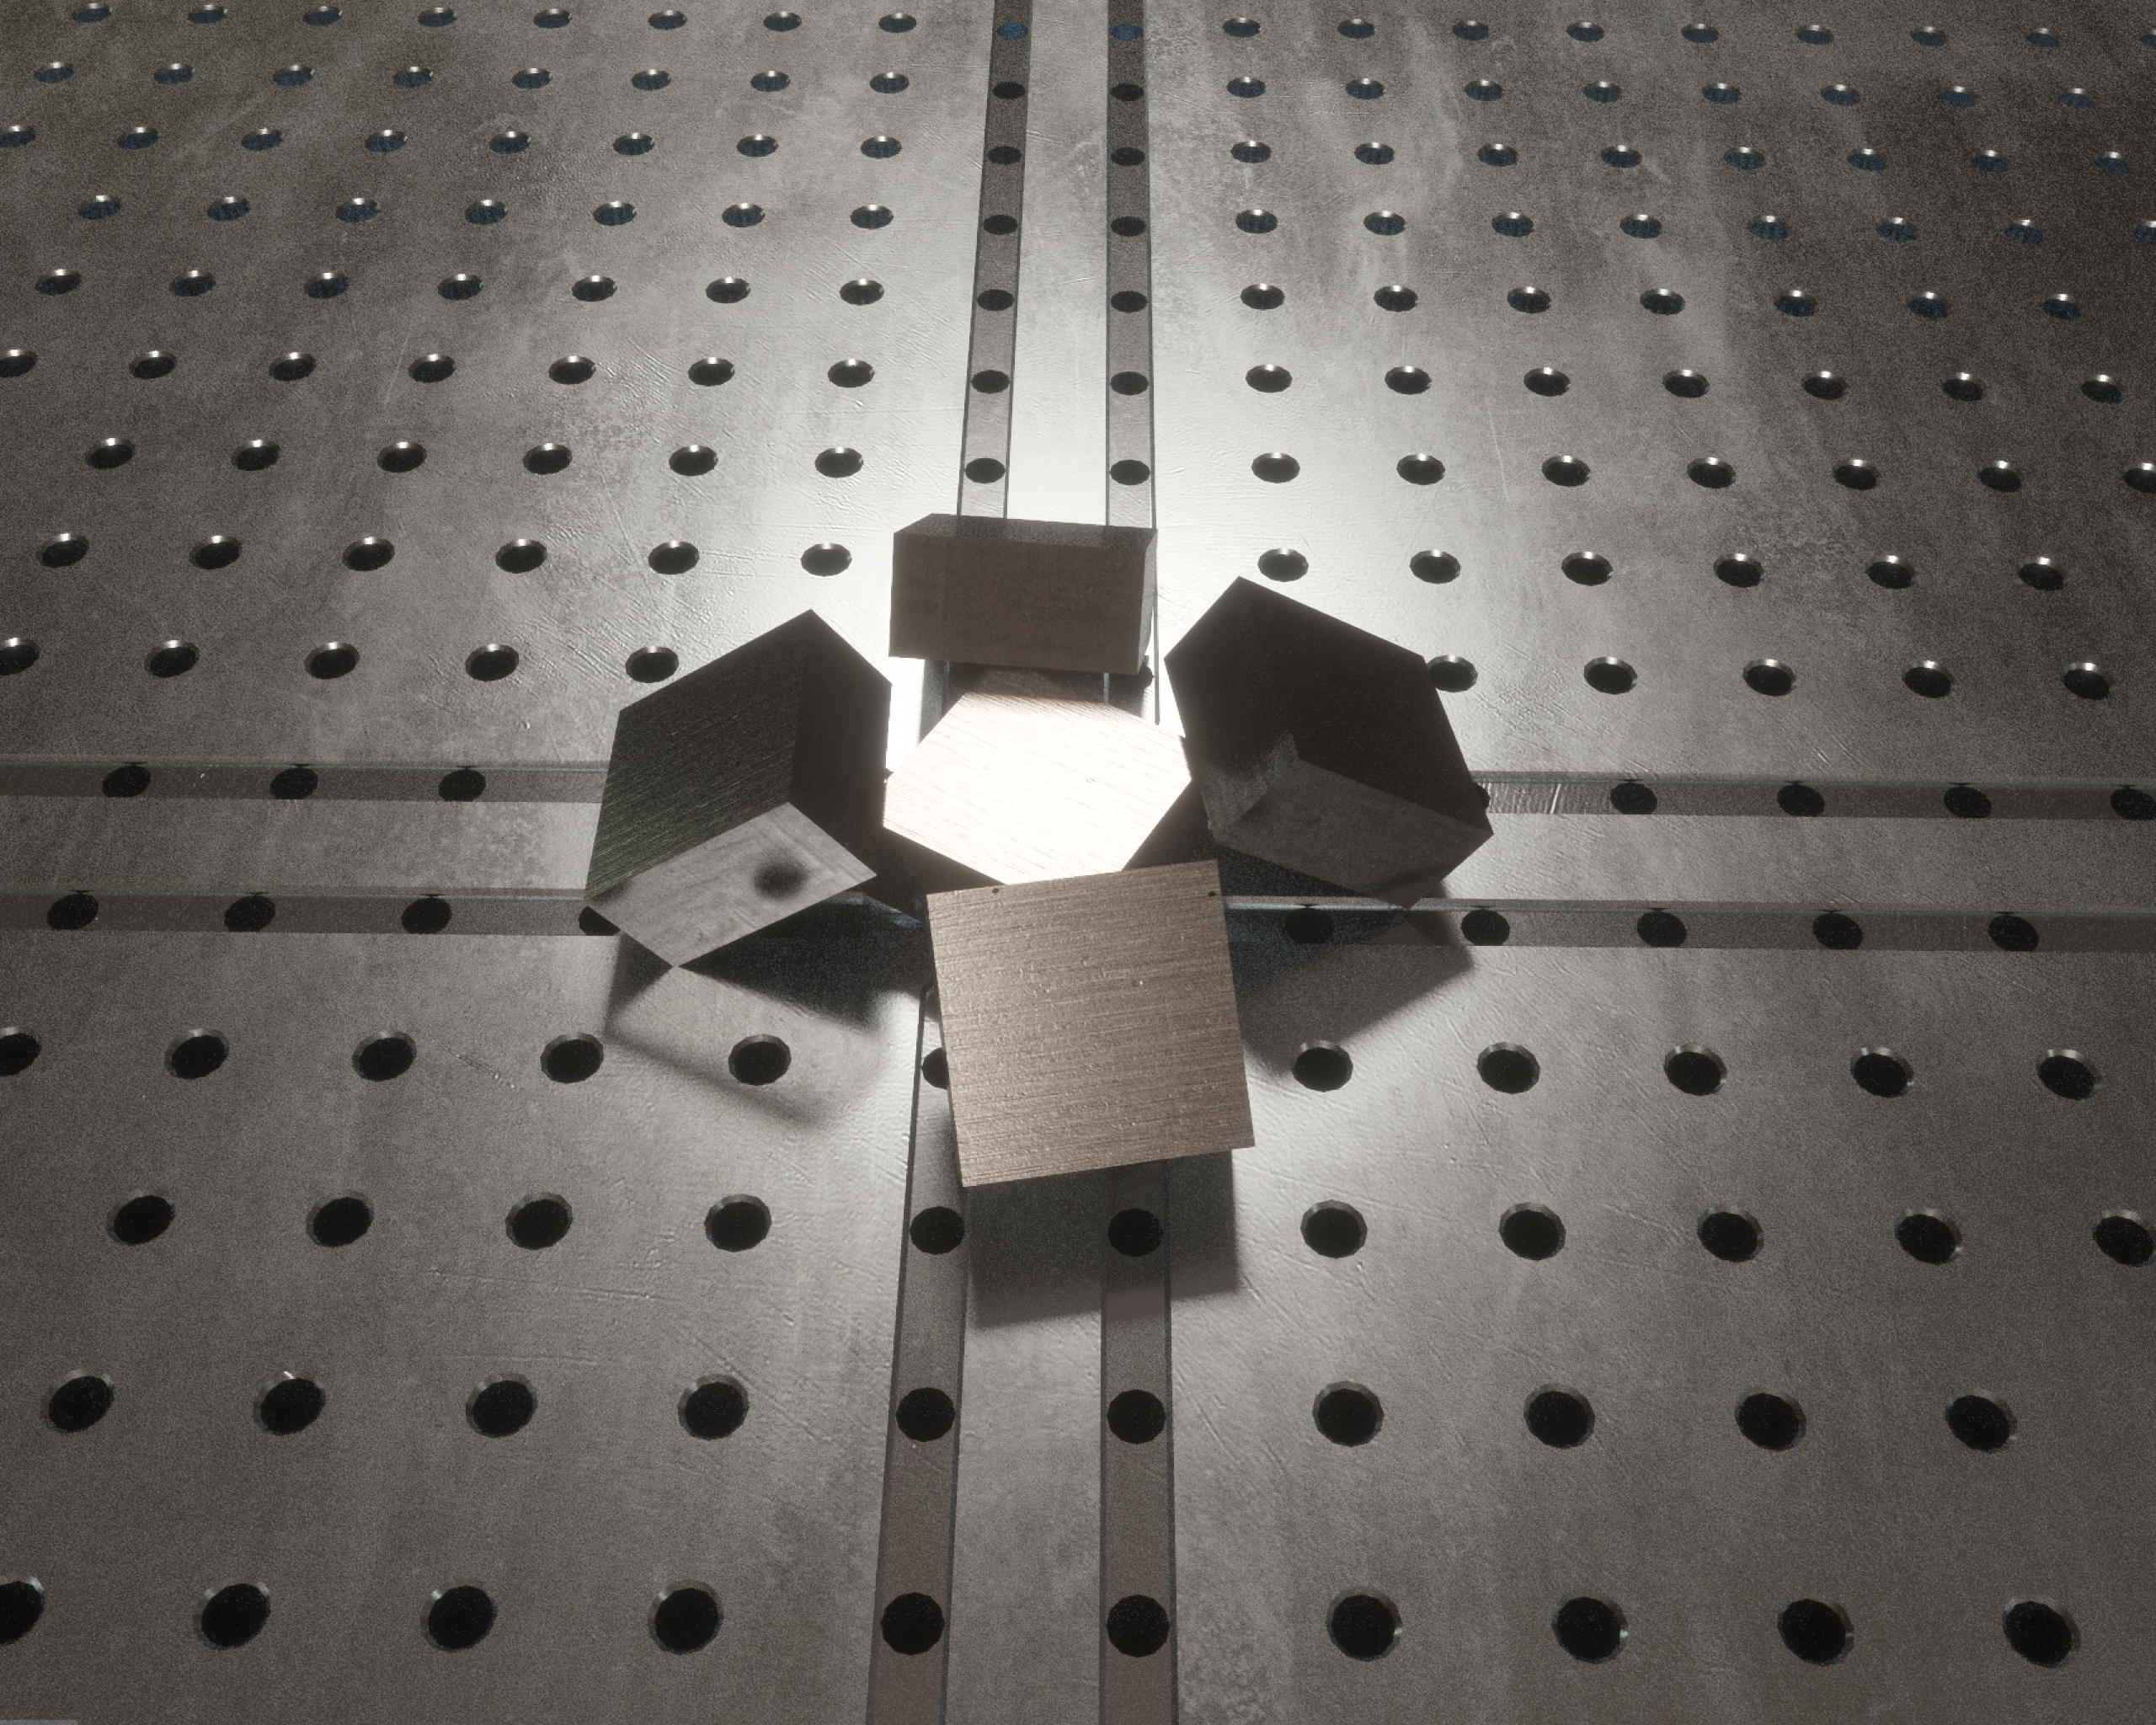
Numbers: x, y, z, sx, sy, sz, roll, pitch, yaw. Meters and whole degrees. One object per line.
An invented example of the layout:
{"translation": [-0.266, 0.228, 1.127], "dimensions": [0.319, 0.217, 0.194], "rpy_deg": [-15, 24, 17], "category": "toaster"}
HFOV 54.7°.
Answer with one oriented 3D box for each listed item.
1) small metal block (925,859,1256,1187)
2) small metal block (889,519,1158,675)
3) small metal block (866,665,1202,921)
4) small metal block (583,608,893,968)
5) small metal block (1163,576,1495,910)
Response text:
{"translation": [0.001, 0.028, 0.368], "dimensions": [0.050, 0.025, 0.050], "rpy_deg": [-7, 86, -6], "category": "small metal block"}
{"translation": [-0.010, -0.057, 0.439], "dimensions": [0.050, 0.025, 0.050], "rpy_deg": [5, 14, 4], "category": "small metal block"}
{"translation": [-0.008, -0.008, 0.413], "dimensions": [0.050, 0.025, 0.050], "rpy_deg": [25, 54, 19], "category": "small metal block"}
{"translation": [-0.065, -0.014, 0.404], "dimensions": [0.050, 0.025, 0.050], "rpy_deg": [-24, 45, 25], "category": "small metal block"}
{"translation": [0.049, -0.023, 0.412], "dimensions": [0.050, 0.025, 0.050], "rpy_deg": [18, 41, -32], "category": "small metal block"}
